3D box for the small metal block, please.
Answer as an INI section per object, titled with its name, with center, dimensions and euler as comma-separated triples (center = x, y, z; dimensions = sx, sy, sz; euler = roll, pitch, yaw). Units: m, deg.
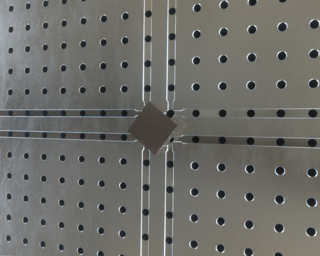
[small metal block]
center = -0.006, 0.000, 0.415
dimensions = 0.050, 0.025, 0.050
euler = 40, 103, 15
